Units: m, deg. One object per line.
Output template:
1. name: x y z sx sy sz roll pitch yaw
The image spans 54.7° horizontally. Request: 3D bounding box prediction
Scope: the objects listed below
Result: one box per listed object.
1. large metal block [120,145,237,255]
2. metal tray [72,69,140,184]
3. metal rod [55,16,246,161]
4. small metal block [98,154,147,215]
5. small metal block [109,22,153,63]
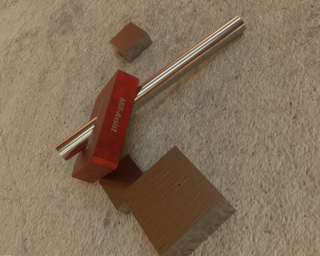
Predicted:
1. large metal block: 0.019 0.080 0.328 0.080 0.050 0.080 -42 51 -1
2. metal tray: -0.071 -0.001 0.404 0.090 0.030 0.130 -35 37 53
3. metal rod: -0.008 -0.057 0.418 0.301 0.025 0.025 -37 51 -6
4. small metal block: -0.040 0.069 0.381 0.050 0.025 0.050 -43 51 -2
5. small metal block: -0.049 -0.143 0.515 0.050 0.025 0.050 -44 51 -3
